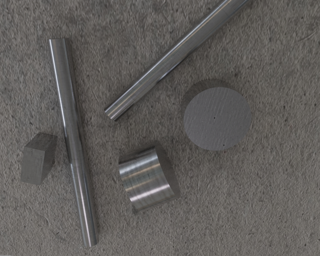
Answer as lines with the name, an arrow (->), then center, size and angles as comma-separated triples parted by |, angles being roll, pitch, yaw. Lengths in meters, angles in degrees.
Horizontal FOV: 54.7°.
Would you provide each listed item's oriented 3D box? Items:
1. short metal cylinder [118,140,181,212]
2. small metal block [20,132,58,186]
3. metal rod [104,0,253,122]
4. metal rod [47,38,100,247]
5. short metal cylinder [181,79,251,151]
short metal cylinder -> -0.012, 0.062, 0.403 | 0.050, 0.080, 0.080 | -24, 109, 8
small metal block -> -0.159, 0.039, 0.409 | 0.025, 0.050, 0.050 | 14, 110, -5
metal rod -> 0.047, -0.112, 0.368 | 0.300, 0.025, 0.025 | -40, 105, 13
metal rod -> -0.113, 0.033, 0.420 | 0.025, 0.025, 0.298 | -3, 110, 1
short metal cylinder -> 0.068, -0.018, 0.391 | 0.081, 0.050, 0.079 | 0, 110, 0
